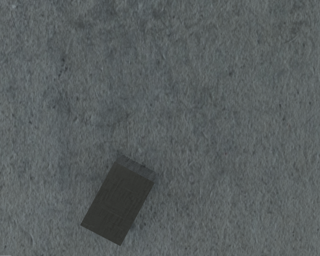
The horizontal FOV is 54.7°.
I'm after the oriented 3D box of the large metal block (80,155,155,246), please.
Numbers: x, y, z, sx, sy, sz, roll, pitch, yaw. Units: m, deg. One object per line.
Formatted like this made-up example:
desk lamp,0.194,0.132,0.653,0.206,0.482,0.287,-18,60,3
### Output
large metal block,-0.047,0.084,0.382,0.050,0.080,0.080,28,90,-1
